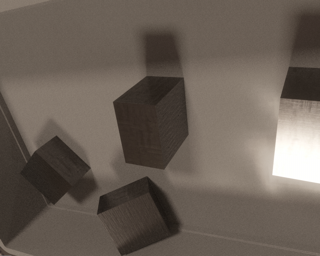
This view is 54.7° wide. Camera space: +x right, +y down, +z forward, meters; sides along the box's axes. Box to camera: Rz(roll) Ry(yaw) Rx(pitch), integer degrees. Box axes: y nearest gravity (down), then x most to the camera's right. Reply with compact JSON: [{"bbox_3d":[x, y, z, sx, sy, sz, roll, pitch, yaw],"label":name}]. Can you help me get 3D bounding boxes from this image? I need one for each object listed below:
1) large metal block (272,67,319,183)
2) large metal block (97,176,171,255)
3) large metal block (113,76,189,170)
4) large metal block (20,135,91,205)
[{"bbox_3d":[0.142,-0.006,0.295,0.050,0.080,0.079,8,122,24],"label":"large metal block"},{"bbox_3d":[-0.039,0.133,0.470,0.080,0.050,0.080,-24,109,2],"label":"large metal block"},{"bbox_3d":[-0.006,-0.010,0.369,0.050,0.080,0.079,7,121,24],"label":"large metal block"},{"bbox_3d":[-0.179,0.073,0.530,0.080,0.050,0.080,45,129,-3],"label":"large metal block"}]
